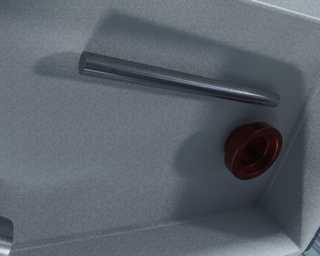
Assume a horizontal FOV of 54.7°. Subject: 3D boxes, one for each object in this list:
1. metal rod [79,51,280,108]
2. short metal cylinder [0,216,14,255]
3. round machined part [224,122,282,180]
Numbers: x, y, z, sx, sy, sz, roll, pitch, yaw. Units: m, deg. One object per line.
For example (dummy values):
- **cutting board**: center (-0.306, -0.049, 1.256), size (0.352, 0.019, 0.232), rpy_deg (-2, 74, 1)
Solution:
- **metal rod**: center (0.048, -0.056, 0.401), size (0.302, 0.025, 0.025), rpy_deg (5, 116, -31)
- **short metal cylinder**: center (-0.209, 0.132, 0.341), size (0.080, 0.080, 0.050), rpy_deg (-47, 129, 5)
- **round machined part**: center (0.144, 0.032, 0.499), size (0.099, 0.042, 0.097), rpy_deg (-14, 125, -21)
